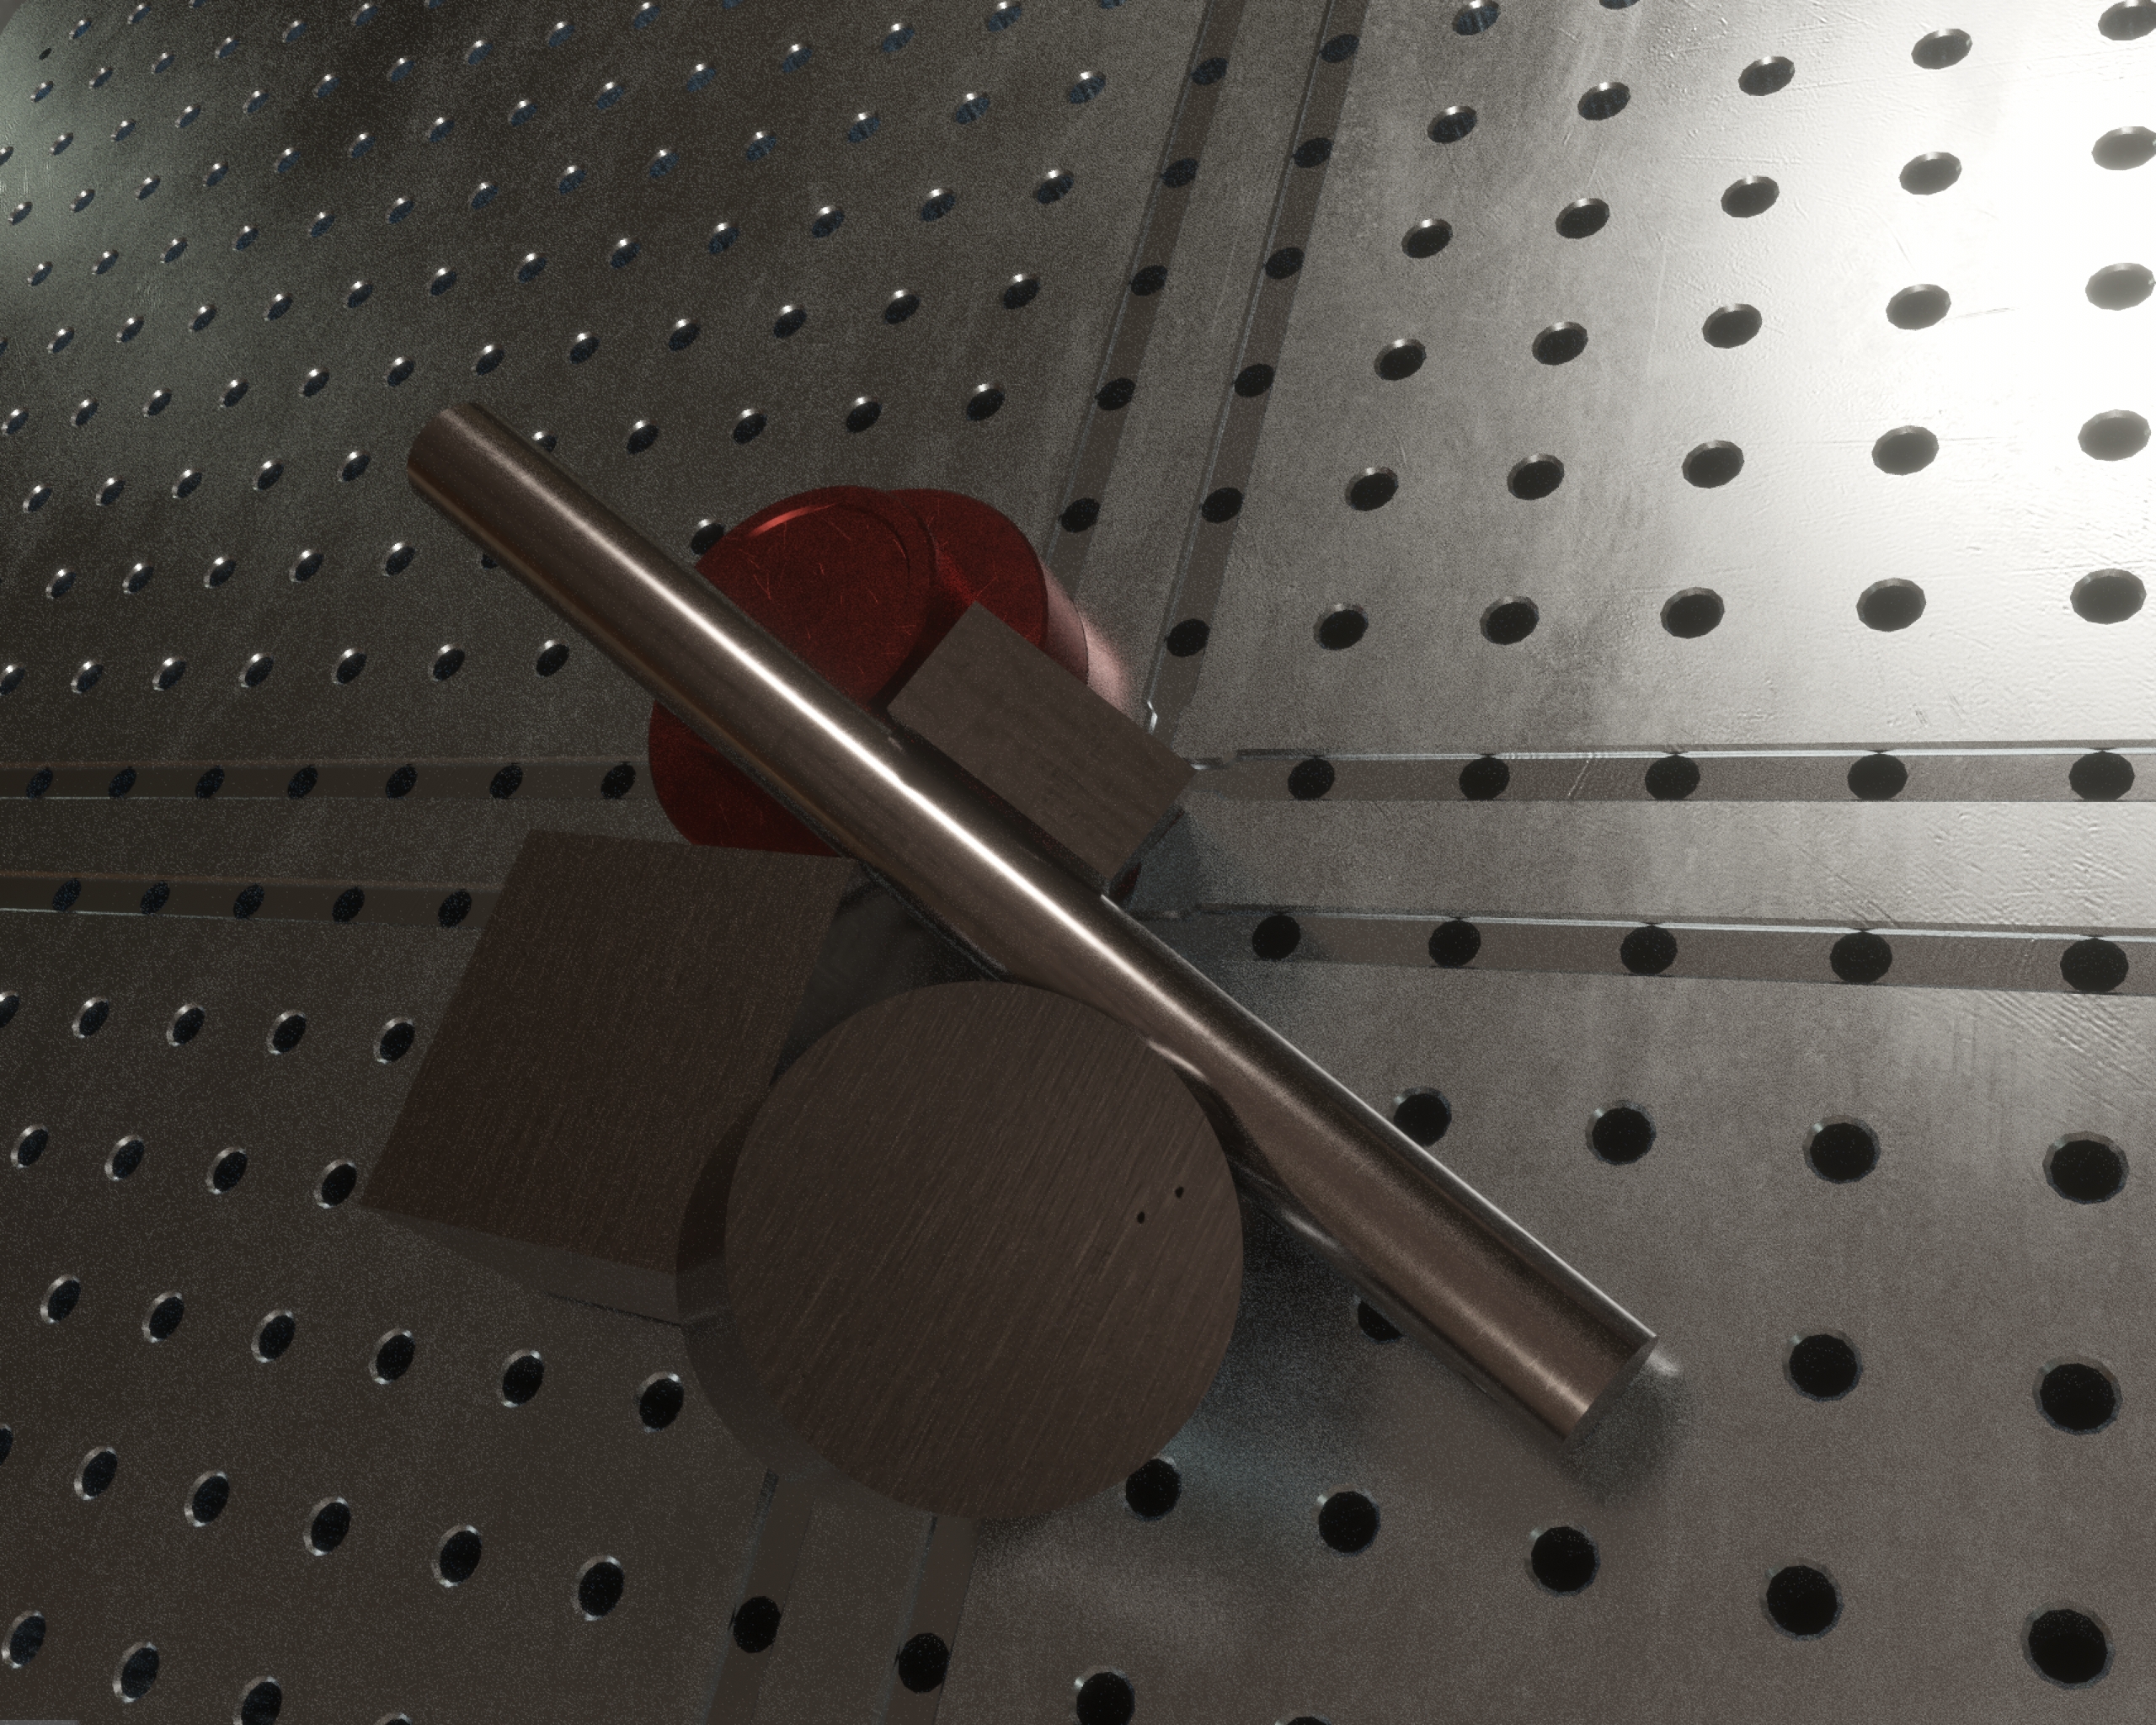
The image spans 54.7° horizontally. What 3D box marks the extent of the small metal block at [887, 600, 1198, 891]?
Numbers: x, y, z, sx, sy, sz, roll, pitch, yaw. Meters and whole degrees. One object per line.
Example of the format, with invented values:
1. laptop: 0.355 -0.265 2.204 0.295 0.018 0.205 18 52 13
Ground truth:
1. small metal block: -0.006 -0.019 0.394 0.050 0.050 0.025 38 85 4

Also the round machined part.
1. round machined part: -0.051 -0.042 0.448 0.098 0.042 0.098 -13 56 20

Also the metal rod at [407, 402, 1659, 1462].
1. metal rod: -0.026 -0.003 0.381 0.300 0.025 0.025 38 83 25

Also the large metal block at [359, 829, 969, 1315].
1. large metal block: -0.076 0.043 0.401 0.080 0.050 0.080 5 64 30

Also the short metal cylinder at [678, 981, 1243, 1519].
1. short metal cylinder: -0.020 0.063 0.335 0.081 0.050 0.080 6 72 -18
